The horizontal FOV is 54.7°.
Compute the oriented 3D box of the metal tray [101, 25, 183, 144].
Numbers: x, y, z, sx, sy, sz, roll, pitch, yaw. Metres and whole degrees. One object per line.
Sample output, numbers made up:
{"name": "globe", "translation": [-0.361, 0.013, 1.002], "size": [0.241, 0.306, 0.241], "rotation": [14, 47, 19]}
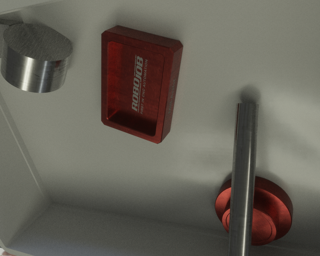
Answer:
{"name": "metal tray", "translation": [-0.027, -0.051, 0.386], "size": [0.090, 0.030, 0.129], "rotation": [19, 126, 16]}

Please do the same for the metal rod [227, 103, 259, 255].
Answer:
{"name": "metal rod", "translation": [0.089, 0.122, 0.345], "size": [0.025, 0.025, 0.298], "rotation": [3, 90, 26]}

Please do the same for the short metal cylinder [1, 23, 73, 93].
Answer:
{"name": "short metal cylinder", "translation": [-0.159, -0.090, 0.399], "size": [0.080, 0.080, 0.050], "rotation": [33, 129, 6]}

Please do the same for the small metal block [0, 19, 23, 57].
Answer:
{"name": "small metal block", "translation": [-0.218, -0.127, 0.443], "size": [0.050, 0.025, 0.050], "rotation": [13, 124, 20]}

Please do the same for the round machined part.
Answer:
{"name": "round machined part", "translation": [0.119, 0.114, 0.405], "size": [0.098, 0.042, 0.097], "rotation": [13, 124, 20]}
